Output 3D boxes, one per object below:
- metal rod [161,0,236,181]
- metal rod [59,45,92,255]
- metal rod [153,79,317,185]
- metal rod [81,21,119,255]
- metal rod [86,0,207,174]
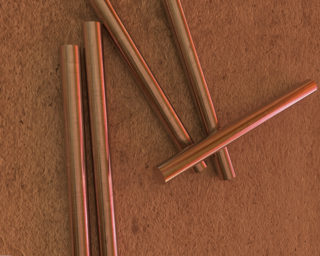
[{"bbox_3d":[0.049,-0.070,0.426,0.025,0.025,0.298,-21,97,-19],"label":"metal rod"},{"bbox_3d":[-0.100,0.053,0.372,0.025,0.025,0.298,-3,91,-20],"label":"metal rod"},{"bbox_3d":[0.120,-0.006,0.431,0.302,0.025,0.025,-27,99,-26],"label":"metal rod"},{"bbox_3d":[-0.073,0.023,0.381,0.025,0.025,0.298,-5,92,-20],"label":"metal rod"},{"bbox_3d":[-0.022,-0.070,0.400,0.025,0.025,0.299,-35,101,-17],"label":"metal rod"}]
